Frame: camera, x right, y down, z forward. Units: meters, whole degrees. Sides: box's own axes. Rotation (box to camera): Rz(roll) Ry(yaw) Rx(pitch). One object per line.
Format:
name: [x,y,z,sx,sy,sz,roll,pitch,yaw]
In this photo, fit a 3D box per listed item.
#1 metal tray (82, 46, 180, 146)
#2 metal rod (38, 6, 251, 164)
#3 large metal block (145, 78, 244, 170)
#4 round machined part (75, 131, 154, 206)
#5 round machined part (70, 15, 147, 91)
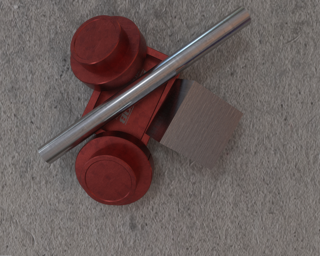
metal tray: [-0.037,-0.043,0.408,0.090,0.030,0.129,25,90,0]
metal rod: [-0.018,-0.053,0.382,0.301,0.025,0.025,-35,90,0]
large metal block: [0.042,-0.005,0.385,0.080,0.050,0.080,29,89,-25]
round machined part: [-0.058,0.056,0.385,0.099,0.042,0.097,2,111,6]
round machined part: [-0.070,-0.098,0.382,0.098,0.042,0.098,-7,68,19]
